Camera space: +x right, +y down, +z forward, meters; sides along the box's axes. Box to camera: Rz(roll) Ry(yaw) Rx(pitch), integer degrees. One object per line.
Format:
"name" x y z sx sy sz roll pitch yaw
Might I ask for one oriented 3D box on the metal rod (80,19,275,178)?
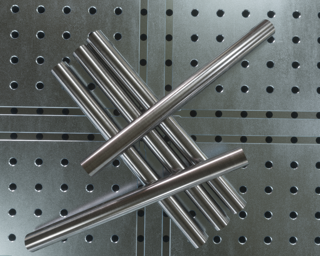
"metal rod" 0.028 -0.043 0.393 0.301 0.025 0.025 -38 90 -8

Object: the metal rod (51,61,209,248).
"metal rod" -0.040 0.036 0.413 0.025 0.025 0.300 -39 91 0

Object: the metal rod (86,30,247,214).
"metal rod" 0.009 -0.008 0.413 0.025 0.025 0.300 -40 91 0

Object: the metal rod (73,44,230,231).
"metal rod" -0.011 0.013 0.413 0.025 0.025 0.300 -39 91 0

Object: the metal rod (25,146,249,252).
"metal rod" -0.035 0.093 0.392 0.301 0.025 0.025 -24 90 8
